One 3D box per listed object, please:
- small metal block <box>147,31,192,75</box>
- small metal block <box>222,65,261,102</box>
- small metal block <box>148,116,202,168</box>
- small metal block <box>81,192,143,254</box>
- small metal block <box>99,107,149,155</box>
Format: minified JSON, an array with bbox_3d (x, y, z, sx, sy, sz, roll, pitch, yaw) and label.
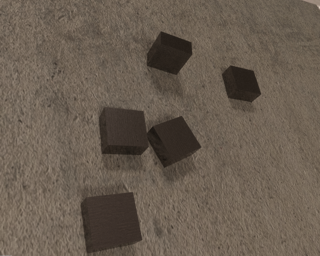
[{"bbox_3d":[0.014,-0.111,0.464,0.050,0.050,0.025,14,56,-21],"label":"small metal block"},{"bbox_3d":[0.138,-0.075,0.526,0.050,0.025,0.050,7,59,-25],"label":"small metal block"},{"bbox_3d":[0.018,0.017,0.404,0.050,0.025,0.050,-21,73,-36],"label":"small metal block"},{"bbox_3d":[-0.051,0.096,0.319,0.050,0.025,0.050,0,62,-29],"label":"small metal block"},{"bbox_3d":[-0.045,0.005,0.378,0.050,0.025,0.050,5,60,-26],"label":"small metal block"}]
